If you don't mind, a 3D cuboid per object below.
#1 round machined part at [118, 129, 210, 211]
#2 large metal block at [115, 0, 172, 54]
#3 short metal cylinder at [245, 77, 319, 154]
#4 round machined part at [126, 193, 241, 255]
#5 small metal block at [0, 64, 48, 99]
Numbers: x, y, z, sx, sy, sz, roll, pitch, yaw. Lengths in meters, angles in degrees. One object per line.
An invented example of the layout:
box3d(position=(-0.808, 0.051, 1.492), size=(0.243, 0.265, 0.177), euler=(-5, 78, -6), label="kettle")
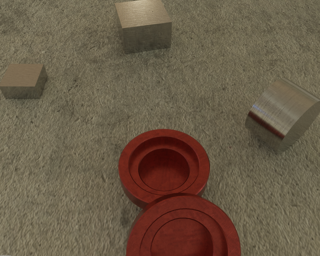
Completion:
box3d(position=(0.004, 0.051, 0.349), size=(0.099, 0.042, 0.098), euler=(0, 50, 0), label="round machined part")
box3d(position=(-0.030, -0.177, 0.536), size=(0.081, 0.050, 0.080), euler=(-11, 51, -9), label="large metal block")
box3d(position=(0.152, -0.015, 0.382), size=(0.081, 0.080, 0.050), euler=(-32, 57, -24), label="short metal cylinder")
box3d(position=(0.019, 0.108, 0.282), size=(0.099, 0.042, 0.097), euler=(0, 86, -6), label="round machined part")
box3d(position=(-0.200, -0.069, 0.459), size=(0.050, 0.025, 0.050), euler=(0, 50, 0), label="small metal block")
